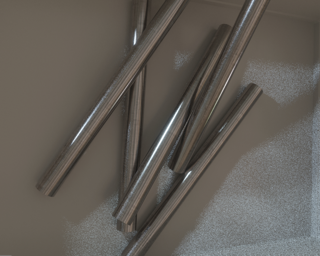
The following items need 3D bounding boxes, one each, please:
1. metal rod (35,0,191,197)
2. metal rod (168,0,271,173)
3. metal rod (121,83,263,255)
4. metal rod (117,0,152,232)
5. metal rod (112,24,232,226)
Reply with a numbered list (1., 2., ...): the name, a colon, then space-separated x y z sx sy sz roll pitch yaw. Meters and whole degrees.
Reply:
1. metal rod: -0.050 -0.050 0.371 0.025 0.025 0.299 35 86 -17
2. metal rod: 0.079 -0.074 0.372 0.025 0.025 0.298 16 111 -20
3. metal rod: 0.052 0.055 0.431 0.025 0.025 0.300 43 76 -16
4. metal rod: -0.033 -0.020 0.399 0.025 0.025 0.298 4 89 -20
5. metal rod: 0.026 -0.017 0.405 0.025 0.025 0.300 35 73 -17
